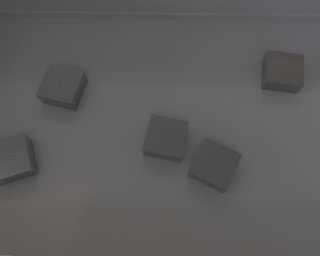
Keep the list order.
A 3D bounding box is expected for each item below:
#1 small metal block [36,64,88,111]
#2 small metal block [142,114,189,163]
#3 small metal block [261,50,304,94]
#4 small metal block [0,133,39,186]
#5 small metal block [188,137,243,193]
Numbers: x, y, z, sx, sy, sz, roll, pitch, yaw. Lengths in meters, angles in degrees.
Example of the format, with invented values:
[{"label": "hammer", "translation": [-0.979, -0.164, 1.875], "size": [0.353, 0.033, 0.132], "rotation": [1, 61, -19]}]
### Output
[{"label": "small metal block", "translation": [-0.135, -0.056, 0.429], "size": [0.050, 0.025, 0.050], "rotation": [14, 71, 5]}, {"label": "small metal block", "translation": [0.008, 0.014, 0.404], "size": [0.050, 0.025, 0.050], "rotation": [12, 70, 4]}, {"label": "small metal block", "translation": [0.174, -0.079, 0.440], "size": [0.050, 0.025, 0.050], "rotation": [8, 70, 3]}, {"label": "small metal block", "translation": [-0.188, 0.040, 0.393], "size": [0.050, 0.025, 0.050], "rotation": [-17, 71, -6]}, {"label": "small metal block", "translation": [0.069, 0.047, 0.393], "size": [0.050, 0.025, 0.050], "rotation": [26, 72, 9]}]
